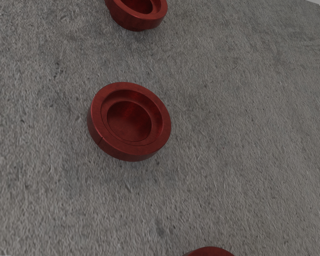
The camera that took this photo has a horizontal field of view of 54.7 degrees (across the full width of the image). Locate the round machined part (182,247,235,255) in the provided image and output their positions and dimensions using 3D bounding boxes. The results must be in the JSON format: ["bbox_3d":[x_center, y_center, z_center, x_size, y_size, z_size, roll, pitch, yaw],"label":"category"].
[{"bbox_3d":[0.047,0.174,0.312,0.099,0.042,0.098,14,56,-21],"label":"round machined part"}]

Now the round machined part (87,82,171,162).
[{"bbox_3d":[-0.040,-0.004,0.374,0.099,0.042,0.098,14,56,-21],"label":"round machined part"}]

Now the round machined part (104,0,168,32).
[{"bbox_3d":[-0.041,-0.192,0.487,0.099,0.042,0.098,14,56,-21],"label":"round machined part"}]
